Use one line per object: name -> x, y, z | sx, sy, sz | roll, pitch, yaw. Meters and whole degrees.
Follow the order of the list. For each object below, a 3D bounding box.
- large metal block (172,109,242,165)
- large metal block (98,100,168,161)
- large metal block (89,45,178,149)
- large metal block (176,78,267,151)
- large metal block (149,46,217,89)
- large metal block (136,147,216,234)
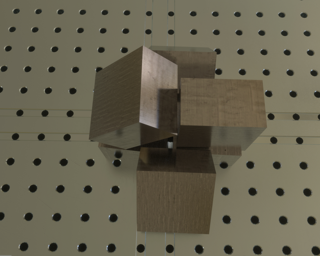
large metal block -> 0.057, 0.001, 0.398 | 0.080, 0.050, 0.080 | 3, 70, 1
large metal block -> -0.028, -0.002, 0.400 | 0.080, 0.050, 0.080 | 7, 70, 2
large metal block -> -0.028, -0.028, 0.331 | 0.080, 0.050, 0.080 | -17, 63, 42
large metal block -> 0.060, -0.011, 0.334 | 0.080, 0.080, 0.050 | 2, 70, 0
large metal block -> 0.026, -0.078, 0.403 | 0.080, 0.080, 0.050 | 2, 108, 1
large metal block -> 0.016, 0.070, 0.351 | 0.080, 0.050, 0.079 | 2, 115, 1
